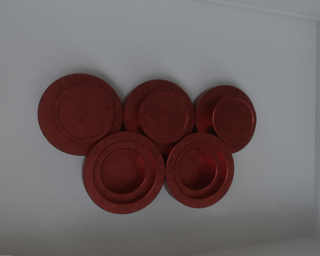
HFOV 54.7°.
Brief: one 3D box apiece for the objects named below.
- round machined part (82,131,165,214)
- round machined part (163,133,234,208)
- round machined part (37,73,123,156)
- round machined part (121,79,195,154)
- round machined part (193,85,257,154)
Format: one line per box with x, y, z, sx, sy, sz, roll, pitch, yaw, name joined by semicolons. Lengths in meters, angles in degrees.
-0.046;0.052;0.382;0.099;0.042;0.097;0;90;-20;round machined part
0.046;0.054;0.417;0.099;0.042;0.097;0;90;-20;round machined part
-0.091;-0.016;0.365;0.099;0.042;0.097;0;89;-21;round machined part
0.001;-0.014;0.399;0.099;0.042;0.097;0;89;-20;round machined part
0.094;-0.012;0.433;0.099;0.042;0.097;0;89;-20;round machined part
